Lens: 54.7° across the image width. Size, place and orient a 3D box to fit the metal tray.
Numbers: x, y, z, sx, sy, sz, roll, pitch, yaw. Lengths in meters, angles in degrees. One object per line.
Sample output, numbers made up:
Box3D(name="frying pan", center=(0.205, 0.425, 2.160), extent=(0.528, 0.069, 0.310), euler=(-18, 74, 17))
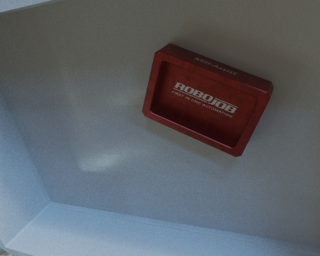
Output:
Box3D(name="metal tray", center=(0.050, -0.032, 0.358), extent=(0.130, 0.030, 0.089), euler=(24, 127, 12))
